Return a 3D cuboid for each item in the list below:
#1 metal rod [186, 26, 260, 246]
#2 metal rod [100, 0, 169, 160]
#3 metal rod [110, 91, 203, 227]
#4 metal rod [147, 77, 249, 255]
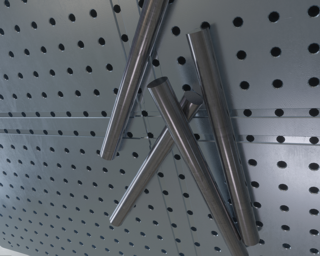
[{"bbox_3d":[0.084,0.027,0.383,0.025,0.025,0.299,-5,116,30],"label":"metal rod"},{"bbox_3d":[-0.033,-0.067,0.387,0.025,0.025,0.298,30,128,9],"label":"metal rod"},{"bbox_3d":[-0.019,0.064,0.461,0.025,0.025,0.298,35,129,5],"label":"metal rod"},{"bbox_3d":[0.059,0.070,0.403,0.025,0.025,0.299,-10,120,32],"label":"metal rod"}]
